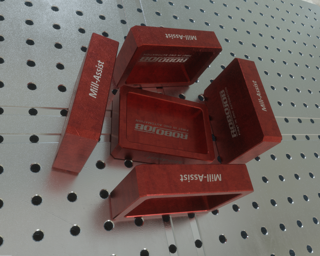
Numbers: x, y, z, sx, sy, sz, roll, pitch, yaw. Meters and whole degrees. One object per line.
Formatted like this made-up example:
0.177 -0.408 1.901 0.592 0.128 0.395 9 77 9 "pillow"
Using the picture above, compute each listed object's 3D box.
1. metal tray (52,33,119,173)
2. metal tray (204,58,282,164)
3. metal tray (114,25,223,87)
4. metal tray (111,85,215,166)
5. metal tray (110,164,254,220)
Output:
-0.081 -0.028 0.339 0.030 0.090 0.130 17 55 -18 "metal tray"
0.110 -0.021 0.438 0.030 0.090 0.130 5 60 -26 "metal tray"
0.009 -0.094 0.428 0.131 0.090 0.030 -7 65 -31 "metal tray"
0.004 0.001 0.405 0.131 0.030 0.090 11 57 -23 "metal tray"
0.022 0.069 0.336 0.131 0.090 0.030 3 61 -26 "metal tray"
